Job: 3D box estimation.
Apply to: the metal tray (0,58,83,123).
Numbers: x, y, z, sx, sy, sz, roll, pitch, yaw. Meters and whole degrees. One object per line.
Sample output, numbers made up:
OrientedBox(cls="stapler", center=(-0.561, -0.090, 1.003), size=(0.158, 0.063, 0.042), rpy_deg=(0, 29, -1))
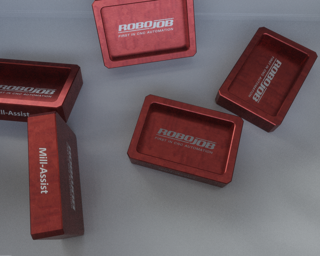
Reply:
OrientedBox(cls="metal tray", center=(-0.178, -0.050, 0.405), size=(0.131, 0.030, 0.090), rpy_deg=(5, 46, 2))

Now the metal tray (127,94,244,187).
OrientedBox(cls="metal tray", center=(0.033, 0.016, 0.401), size=(0.131, 0.030, 0.090), rpy_deg=(15, 71, 5))

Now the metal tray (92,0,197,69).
OrientedBox(cls="metal tray", center=(-0.019, -0.138, 0.426), size=(0.131, 0.089, 0.030), rpy_deg=(-9, 28, -4))

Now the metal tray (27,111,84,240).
OrientedBox(cls="metal tray", center=(-0.117, 0.057, 0.353), size=(0.030, 0.090, 0.130), rpy_deg=(-9, 70, -3))

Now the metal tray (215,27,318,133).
OrientedBox(cls="metal tray", center=(0.148, -0.070, 0.433), size=(0.090, 0.030, 0.130), rpy_deg=(31, 73, 10))
